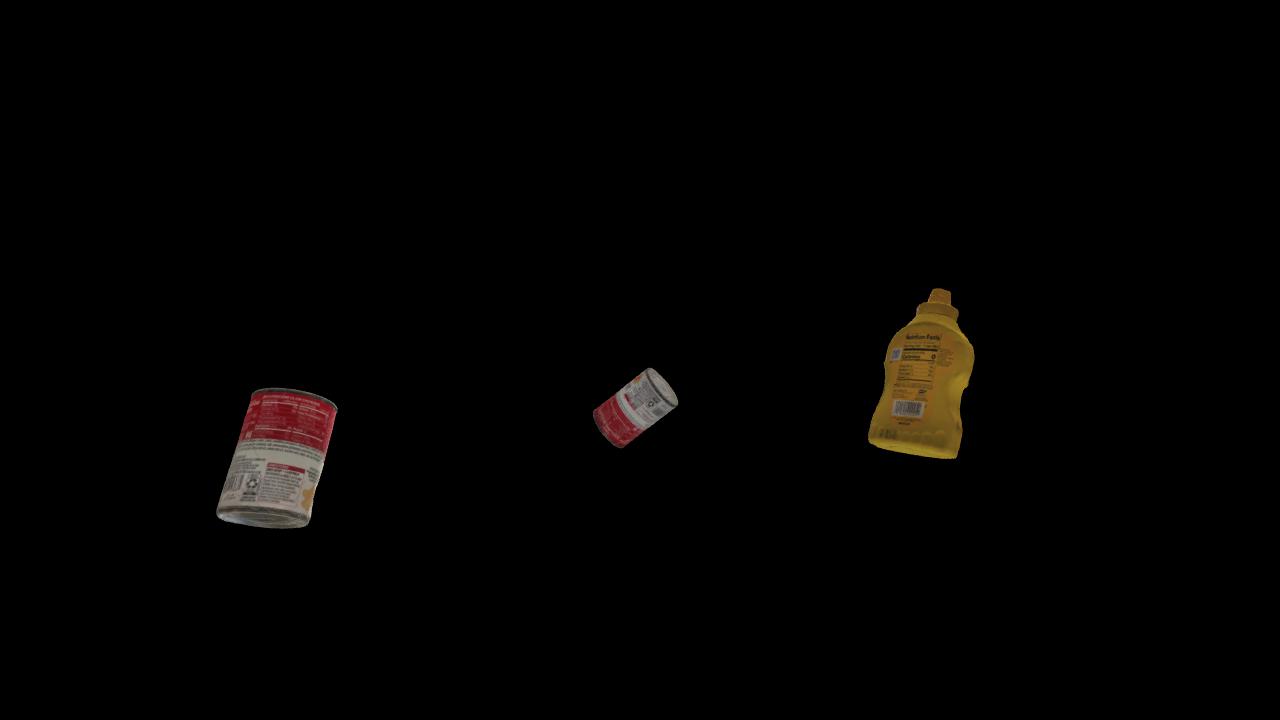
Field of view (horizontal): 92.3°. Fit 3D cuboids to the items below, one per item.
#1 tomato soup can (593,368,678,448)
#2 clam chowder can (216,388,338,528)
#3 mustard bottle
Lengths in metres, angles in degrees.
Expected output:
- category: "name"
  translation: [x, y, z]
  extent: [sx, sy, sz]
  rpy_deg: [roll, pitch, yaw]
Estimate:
- category: "tomato soup can"
  translation: [-0.006, 0.065, 0.847]
  extent: [0.101, 0.068, 0.068]
  rpy_deg: [-39, -12, 15]
- category: "clam chowder can"
  translation: [-0.299, 0.083, 0.511]
  extent: [0.068, 0.102, 0.068]
  rpy_deg: [0, -27, 0]
- category: "mustard bottle"
  translation: [0.308, 0.009, 0.661]
  extent: [0.054, 0.184, 0.092]
  rpy_deg: [23, -13, -33]
